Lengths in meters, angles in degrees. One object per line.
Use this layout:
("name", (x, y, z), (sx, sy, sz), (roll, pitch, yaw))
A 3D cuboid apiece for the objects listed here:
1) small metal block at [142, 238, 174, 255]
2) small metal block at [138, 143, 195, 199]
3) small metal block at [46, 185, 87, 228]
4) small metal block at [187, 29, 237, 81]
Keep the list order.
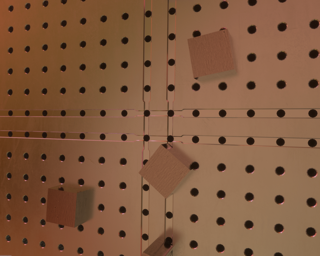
("small metal block", (-0.009, 0.180, 0.403), (0.025, 0.050, 0.050), (20, 97, 19))
("small metal block", (0.009, 0.056, 0.410), (0.050, 0.025, 0.050), (41, 103, 15))
("small metal block", (-0.140, 0.116, 0.463), (0.050, 0.025, 0.050), (5, 92, 20))
("small metal block", (0.066, -0.091, 0.390), (0.050, 0.025, 0.050), (-10, 87, 19))
